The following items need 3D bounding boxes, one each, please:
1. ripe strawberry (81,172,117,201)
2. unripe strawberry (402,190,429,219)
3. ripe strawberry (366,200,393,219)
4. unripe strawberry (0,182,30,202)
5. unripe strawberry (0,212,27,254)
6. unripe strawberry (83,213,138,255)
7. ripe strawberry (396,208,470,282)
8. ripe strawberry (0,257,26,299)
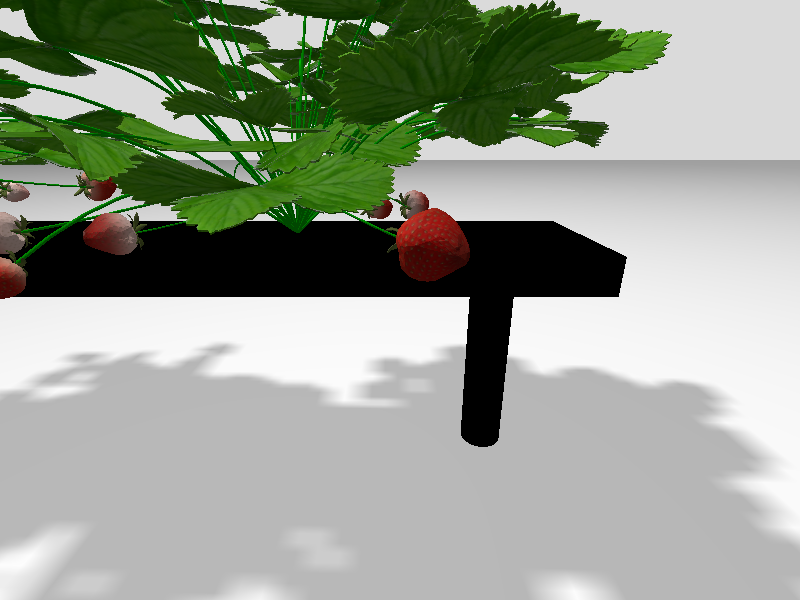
[{"bbox_3d":[-0.415,-0.159,0.555,0.037,0.042,0.040,11,23,27],"label":"ripe strawberry"},{"bbox_3d":[0.017,-0.097,0.408,0.028,0.030,0.026,-12,24,-30],"label":"unripe strawberry"},{"bbox_3d":[-0.021,-0.096,0.411,0.029,0.025,0.029,-19,28,-41],"label":"ripe strawberry"},{"bbox_3d":[-0.516,-0.144,0.538,0.029,0.026,0.026,2,1,6],"label":"unripe strawberry"},{"bbox_3d":[-0.284,-0.046,0.281,0.030,0.030,0.028,-8,22,-18],"label":"unripe strawberry"},{"bbox_3d":[-0.196,-0.044,0.270,0.029,0.029,0.032,-16,26,-35],"label":"unripe strawberry"},{"bbox_3d":[0.019,-0.029,0.220,0.039,0.041,0.042,-16,27,-36],"label":"ripe strawberry"},{"bbox_3d":[-0.196,-0.010,0.193,0.023,0.019,0.023,13,50,30],"label":"ripe strawberry"}]
